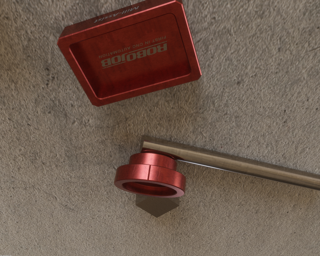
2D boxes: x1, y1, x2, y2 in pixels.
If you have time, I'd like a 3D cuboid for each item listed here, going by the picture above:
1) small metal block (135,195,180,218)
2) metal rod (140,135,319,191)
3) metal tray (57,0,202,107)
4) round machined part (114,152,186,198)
[{"bbox_3d":[-0.004,0.116,0.506,0.050,0.025,0.050,-35,122,26],"label":"small metal block"},{"bbox_3d":[0.119,0.055,0.456,0.302,0.025,0.025,13,129,-12],"label":"metal rod"},{"bbox_3d":[-0.029,-0.080,0.334,0.130,0.030,0.090,-14,129,11],"label":"metal tray"},{"bbox_3d":[-0.012,0.066,0.435,0.099,0.042,0.098,6,156,3],"label":"round machined part"}]
